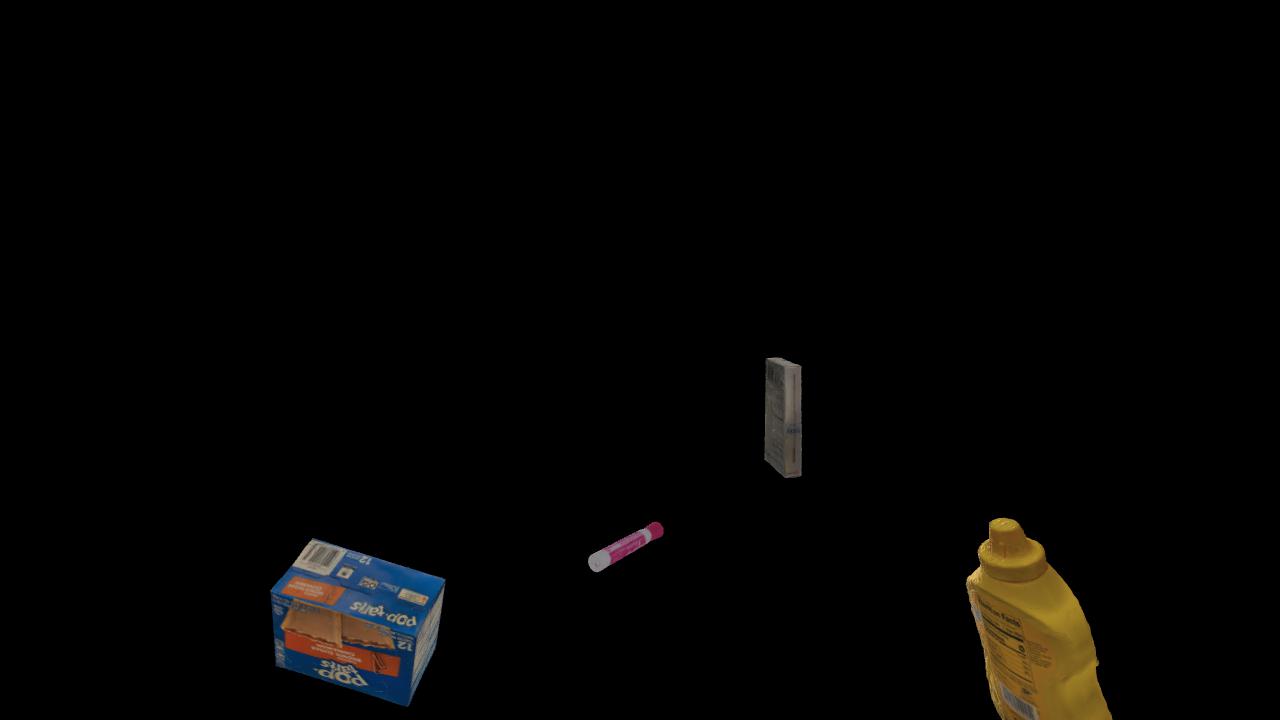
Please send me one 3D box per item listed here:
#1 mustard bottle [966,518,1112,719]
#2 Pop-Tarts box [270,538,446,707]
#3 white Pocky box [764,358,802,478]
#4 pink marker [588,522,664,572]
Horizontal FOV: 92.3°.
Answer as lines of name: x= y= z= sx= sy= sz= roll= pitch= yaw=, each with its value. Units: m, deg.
mustard bottle: x=0.287 y=0.200 z=0.454 sx=0.054 sy=0.184 sz=0.092 roll=-20 pitch=11 yaw=-7
Pop-Tarts box: x=-0.328 y=0.308 z=0.721 sx=0.167 sy=0.141 sz=0.083 roll=18 pitch=30 yaw=1
white Pocky box: x=0.198 y=0.078 z=0.858 sx=0.028 sy=0.154 sz=0.084 roll=-3 pitch=9 yaw=-7
pink marker: x=-0.011 y=0.201 z=0.671 sx=0.020 sy=0.020 sz=0.121 roll=0 pitch=4 yaw=35
